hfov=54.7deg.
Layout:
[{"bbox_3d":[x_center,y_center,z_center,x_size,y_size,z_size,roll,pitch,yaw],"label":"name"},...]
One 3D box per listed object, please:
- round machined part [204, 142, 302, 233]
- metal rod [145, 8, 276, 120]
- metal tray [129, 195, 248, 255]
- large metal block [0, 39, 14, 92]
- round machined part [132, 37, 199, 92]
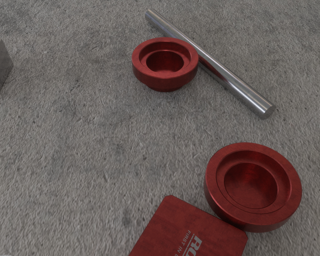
[{"bbox_3d":[0.097,0.067,0.337,0.099,0.042,0.098,0,50,0],"label":"round machined part"},{"bbox_3d":[0.065,-0.117,0.501,0.025,0.025,0.300,-27,55,-21],"label":"metal rod"},{"bbox_3d":[0.015,0.137,0.285,0.090,0.030,0.130,24,54,18],"label":"metal tray"},{"bbox_3d":[-0.279,-0.088,0.459,0.080,0.050,0.080,1,50,1],"label":"large metal block"},{"bbox_3d":[0.008,-0.092,0.470,0.099,0.042,0.098,0,50,0],"label":"round machined part"}]
